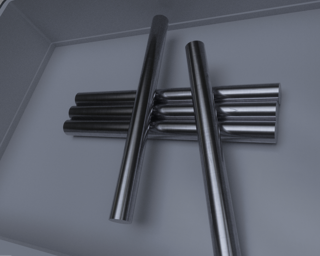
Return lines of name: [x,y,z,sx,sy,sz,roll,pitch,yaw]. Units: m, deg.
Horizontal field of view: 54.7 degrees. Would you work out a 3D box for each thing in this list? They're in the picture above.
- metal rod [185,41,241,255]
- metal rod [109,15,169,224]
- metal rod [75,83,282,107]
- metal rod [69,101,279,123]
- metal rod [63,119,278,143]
metal rod: [0.055,0.031,0.329,0.025,0.025,0.299,-15,62,20]
metal rod: [-0.021,-0.031,0.400,0.025,0.025,0.299,-5,59,25]
metal rod: [0.005,-0.042,0.426,0.300,0.025,0.025,1,62,28]
metal rod: [-0.002,-0.020,0.416,0.300,0.025,0.025,1,62,28]
metal rod: [-0.007,0.002,0.405,0.300,0.025,0.025,1,62,28]
